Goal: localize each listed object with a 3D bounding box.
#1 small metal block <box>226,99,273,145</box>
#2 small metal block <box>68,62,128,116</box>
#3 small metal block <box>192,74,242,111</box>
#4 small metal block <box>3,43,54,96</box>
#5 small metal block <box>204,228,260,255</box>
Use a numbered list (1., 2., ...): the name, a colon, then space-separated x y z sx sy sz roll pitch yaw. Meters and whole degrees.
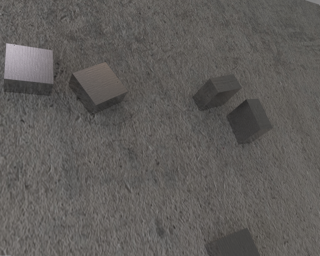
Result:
1. small metal block: 0.133 -0.009 0.464 0.025 0.050 0.050 -5 64 -31
2. small metal block: -0.078 -0.050 0.392 0.050 0.025 0.050 -30 79 -38
3. small metal block: 0.085 -0.053 0.466 0.050 0.050 0.025 -15 70 -34
4. small metal block: -0.153 -0.068 0.362 0.050 0.025 0.050 3 60 -27
5. small metal block: 0.087 0.150 0.359 0.050 0.025 0.050 -9 66 -32
